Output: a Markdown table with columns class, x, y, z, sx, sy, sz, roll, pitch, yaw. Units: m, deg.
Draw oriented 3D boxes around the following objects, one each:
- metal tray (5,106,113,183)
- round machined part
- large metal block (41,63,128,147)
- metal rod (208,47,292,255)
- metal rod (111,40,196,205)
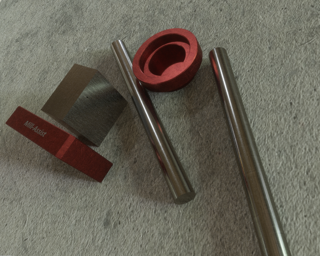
| class | x | y | z | sx | sy | sz | roll | pitch | yaw |
| --- | --- | --- | --- | --- | --- | --- | --- | --- | --- |
| metal tray | -0.136 | 0.021 | 0.418 | 0.130 | 0.090 | 0.030 | 23 | 74 | 36 |
| round machined part | 0.014 | -0.091 | 0.440 | 0.098 | 0.042 | 0.098 | -13 | 56 | 20 |
| large metal block | -0.104 | -0.031 | 0.440 | 0.050 | 0.080 | 0.080 | 21 | 73 | 35 |
| metal rod | 0.094 | 0.023 | 0.340 | 0.025 | 0.025 | 0.299 | -19 | 54 | 17 |
| metal rod | -0.022 | -0.030 | 0.432 | 0.025 | 0.025 | 0.300 | -31 | 52 | 8 |
